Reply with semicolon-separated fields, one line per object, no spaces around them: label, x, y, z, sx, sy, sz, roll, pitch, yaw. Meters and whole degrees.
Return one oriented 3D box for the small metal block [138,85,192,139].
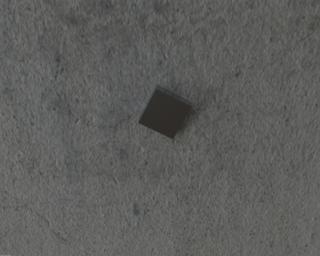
small metal block;0.006;-0.021;0.402;0.050;0.025;0.050;26;108;-9
